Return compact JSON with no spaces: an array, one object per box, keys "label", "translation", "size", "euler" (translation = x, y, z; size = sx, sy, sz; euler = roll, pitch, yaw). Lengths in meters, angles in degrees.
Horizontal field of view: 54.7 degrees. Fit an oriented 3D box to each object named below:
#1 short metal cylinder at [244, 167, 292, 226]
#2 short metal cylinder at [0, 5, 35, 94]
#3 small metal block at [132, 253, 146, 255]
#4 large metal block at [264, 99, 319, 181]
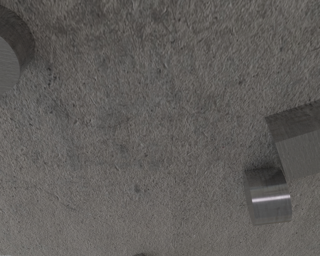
[{"label":"short metal cylinder","translation":[0.157,0.101,0.459],"size":[0.050,0.080,0.080],"euler":[-9,130,7]},{"label":"short metal cylinder","translation":[-0.178,-0.082,0.320],"size":[0.081,0.050,0.079],"euler":[0,130,0]},{"label":"small metal block","translation":[-0.036,0.297,0.644],"size":[0.025,0.050,0.050],"euler":[-23,127,18]},{"label":"large metal block","translation":[0.193,0.017,0.407],"size":[0.080,0.050,0.080],"euler":[-20,128,15]}]
